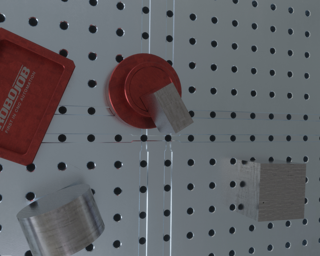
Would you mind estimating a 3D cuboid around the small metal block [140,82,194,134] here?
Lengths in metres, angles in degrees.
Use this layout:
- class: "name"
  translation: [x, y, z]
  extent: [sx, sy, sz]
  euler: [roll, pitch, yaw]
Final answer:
- class: "small metal block"
  translation: [0.007, -0.022, 0.357]
  extent: [0.025, 0.050, 0.050]
  euler: [-32, 101, -17]

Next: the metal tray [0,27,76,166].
- class: "metal tray"
  translation: [-0.164, -0.033, 0.349]
  extent: [0.090, 0.030, 0.130]
  euler: [24, 82, -19]

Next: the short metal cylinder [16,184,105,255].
- class: "short metal cylinder"
  translation: [-0.108, 0.102, 0.344]
  extent: [0.081, 0.080, 0.050]
  euler: [-21, 97, -19]

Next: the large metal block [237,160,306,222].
- class: "large metal block"
  translation: [0.165, 0.090, 0.460]
  extent: [0.081, 0.050, 0.080]
  euler: [3, 89, -20]

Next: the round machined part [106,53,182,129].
- class: "round machined part"
  translation: [-0.017, -0.047, 0.397]
  extent: [0.099, 0.042, 0.097]
  euler: [0, 90, -20]
